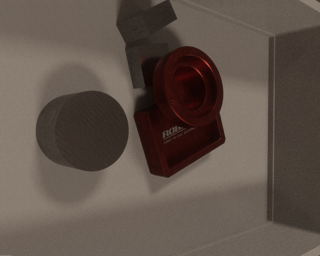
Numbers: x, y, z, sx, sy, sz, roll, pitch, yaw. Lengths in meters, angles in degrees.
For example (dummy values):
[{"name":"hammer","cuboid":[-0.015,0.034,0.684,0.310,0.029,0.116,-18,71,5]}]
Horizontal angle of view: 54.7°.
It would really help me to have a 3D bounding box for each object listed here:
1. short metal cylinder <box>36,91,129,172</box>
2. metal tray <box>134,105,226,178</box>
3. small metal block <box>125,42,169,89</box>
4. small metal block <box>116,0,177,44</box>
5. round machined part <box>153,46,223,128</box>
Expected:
[{"name":"short metal cylinder","cuboid":[-0.080,0.003,0.324,0.081,0.050,0.079,0,90,-40]},{"name":"metal tray","cuboid":[0.033,0.001,0.433,0.131,0.030,0.089,-25,106,-37]},{"name":"small metal block","cuboid":[-0.012,-0.080,0.398,0.050,0.025,0.050,-19,102,-39]},{"name":"small metal block","cuboid":[-0.016,-0.130,0.378,0.050,0.050,0.025,-41,116,-33]},{"name":"round machined part","cuboid":[0.030,-0.048,0.385,0.099,0.042,0.097,6,79,-37]}]
